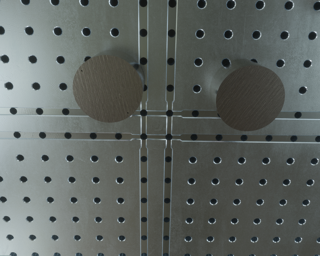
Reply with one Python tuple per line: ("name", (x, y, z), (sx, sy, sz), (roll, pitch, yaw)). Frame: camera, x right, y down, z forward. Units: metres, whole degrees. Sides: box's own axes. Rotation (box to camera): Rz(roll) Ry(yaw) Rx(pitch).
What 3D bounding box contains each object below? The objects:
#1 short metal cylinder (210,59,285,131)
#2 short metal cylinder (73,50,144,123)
("short metal cylinder", (0.106, -0.042, 0.385), (0.081, 0.050, 0.079), (0, 110, 0))
("short metal cylinder", (-0.060, -0.052, 0.380), (0.081, 0.050, 0.079), (0, 110, 0))
